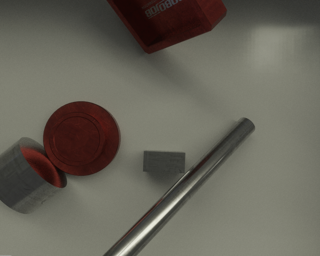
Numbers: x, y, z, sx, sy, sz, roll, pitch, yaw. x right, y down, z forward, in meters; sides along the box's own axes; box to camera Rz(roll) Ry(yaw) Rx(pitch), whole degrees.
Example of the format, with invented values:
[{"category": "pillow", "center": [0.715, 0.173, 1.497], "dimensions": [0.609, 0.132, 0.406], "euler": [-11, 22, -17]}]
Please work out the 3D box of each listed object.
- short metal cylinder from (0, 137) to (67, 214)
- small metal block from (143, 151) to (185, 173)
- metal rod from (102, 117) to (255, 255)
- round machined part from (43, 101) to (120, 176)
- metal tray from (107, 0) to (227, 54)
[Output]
[{"category": "short metal cylinder", "center": [-0.162, 0.058, 0.382], "dimensions": [0.050, 0.080, 0.080], "euler": [-39, 91, 0]}, {"category": "small metal block", "center": [0.005, 0.042, 0.398], "dimensions": [0.050, 0.050, 0.025], "euler": [2, 87, 0]}, {"category": "metal rod", "center": [0.013, 0.086, 0.353], "dimensions": [0.301, 0.025, 0.025], "euler": [-41, 90, -24]}, {"category": "round machined part", "center": [-0.102, 0.014, 0.401], "dimensions": [0.099, 0.042, 0.097], "euler": [0, 90, -1]}, {"category": "metal tray", "center": [0.001, -0.139, 0.346], "dimensions": [0.030, 0.130, 0.090], "euler": [-49, 114, -23]}]
